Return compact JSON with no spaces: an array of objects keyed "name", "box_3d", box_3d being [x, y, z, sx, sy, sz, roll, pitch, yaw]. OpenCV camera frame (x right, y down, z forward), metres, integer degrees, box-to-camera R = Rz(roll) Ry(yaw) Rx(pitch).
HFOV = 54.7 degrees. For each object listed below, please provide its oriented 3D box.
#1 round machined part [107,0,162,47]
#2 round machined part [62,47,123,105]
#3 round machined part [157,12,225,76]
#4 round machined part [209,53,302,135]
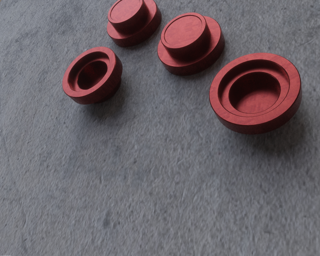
[{"name":"round machined part","box_3d":[-0.050,-0.191,0.535,0.098,0.042,0.098,-13,56,20]},{"name":"round machined part","box_3d":[-0.102,-0.078,0.492,0.098,0.042,0.098,-13,56,20]},{"name":"round machined part","box_3d":[0.040,-0.128,0.449,0.098,0.042,0.098,-13,56,20]},{"name":"round machined part","box_3d":[0.110,-0.035,0.356,0.098,0.042,0.098,-13,56,20]}]
